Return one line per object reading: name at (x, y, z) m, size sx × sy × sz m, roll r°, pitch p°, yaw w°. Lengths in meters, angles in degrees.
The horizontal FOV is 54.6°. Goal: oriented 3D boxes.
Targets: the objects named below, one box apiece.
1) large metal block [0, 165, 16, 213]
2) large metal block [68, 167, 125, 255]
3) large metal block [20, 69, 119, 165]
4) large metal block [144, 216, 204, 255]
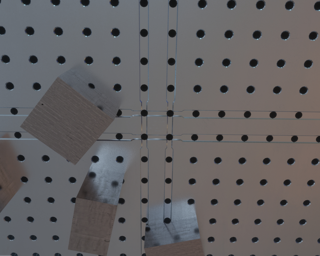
large metal block at (-0.264, 0.081, 0.428) m, size 0.080 × 0.050 × 0.080 m, roll -17°, pitch 109°, yaw 6°
large metal block at (-0.085, 0.111, 0.424) m, size 0.050 × 0.080 × 0.079 m, roll 12°, pitch 110°, yaw -5°
large metal block at (-0.111, -0.014, 0.394) m, size 0.080 × 0.050 × 0.080 m, roll 39°, pitch 105°, yaw -13°
large metal block at (0.025, 0.189, 0.470) m, size 0.080 × 0.050 × 0.080 m, roll -12°, pitch 110°, yaw 4°
